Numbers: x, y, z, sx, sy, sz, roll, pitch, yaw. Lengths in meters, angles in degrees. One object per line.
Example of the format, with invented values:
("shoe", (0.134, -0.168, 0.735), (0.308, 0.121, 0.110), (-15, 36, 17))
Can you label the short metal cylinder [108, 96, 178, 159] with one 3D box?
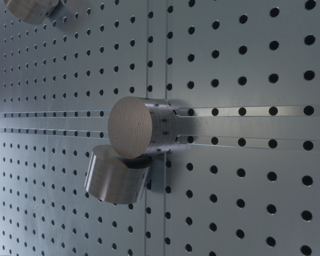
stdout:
("short metal cylinder", (-0.024, -0.001, 0.413), (0.080, 0.050, 0.079), (0, 90, 40))

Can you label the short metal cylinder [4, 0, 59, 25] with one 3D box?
("short metal cylinder", (-0.235, -0.238, 0.568), (0.050, 0.081, 0.080), (-35, 69, 35))

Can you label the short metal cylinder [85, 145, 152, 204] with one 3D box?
("short metal cylinder", (-0.057, 0.061, 0.420), (0.080, 0.081, 0.050), (26, 106, 37))
